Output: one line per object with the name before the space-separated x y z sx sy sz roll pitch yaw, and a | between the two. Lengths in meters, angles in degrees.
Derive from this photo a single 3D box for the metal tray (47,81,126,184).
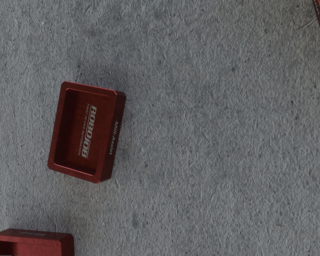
metal tray | -0.106 0.005 0.443 0.090 0.030 0.129 13 94 19

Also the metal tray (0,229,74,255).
metal tray | -0.194 0.207 0.474 0.130 0.030 0.089 -3 89 19

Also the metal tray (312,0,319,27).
metal tray | 0.212 -0.160 0.331 0.090 0.030 0.129 -15 85 19
